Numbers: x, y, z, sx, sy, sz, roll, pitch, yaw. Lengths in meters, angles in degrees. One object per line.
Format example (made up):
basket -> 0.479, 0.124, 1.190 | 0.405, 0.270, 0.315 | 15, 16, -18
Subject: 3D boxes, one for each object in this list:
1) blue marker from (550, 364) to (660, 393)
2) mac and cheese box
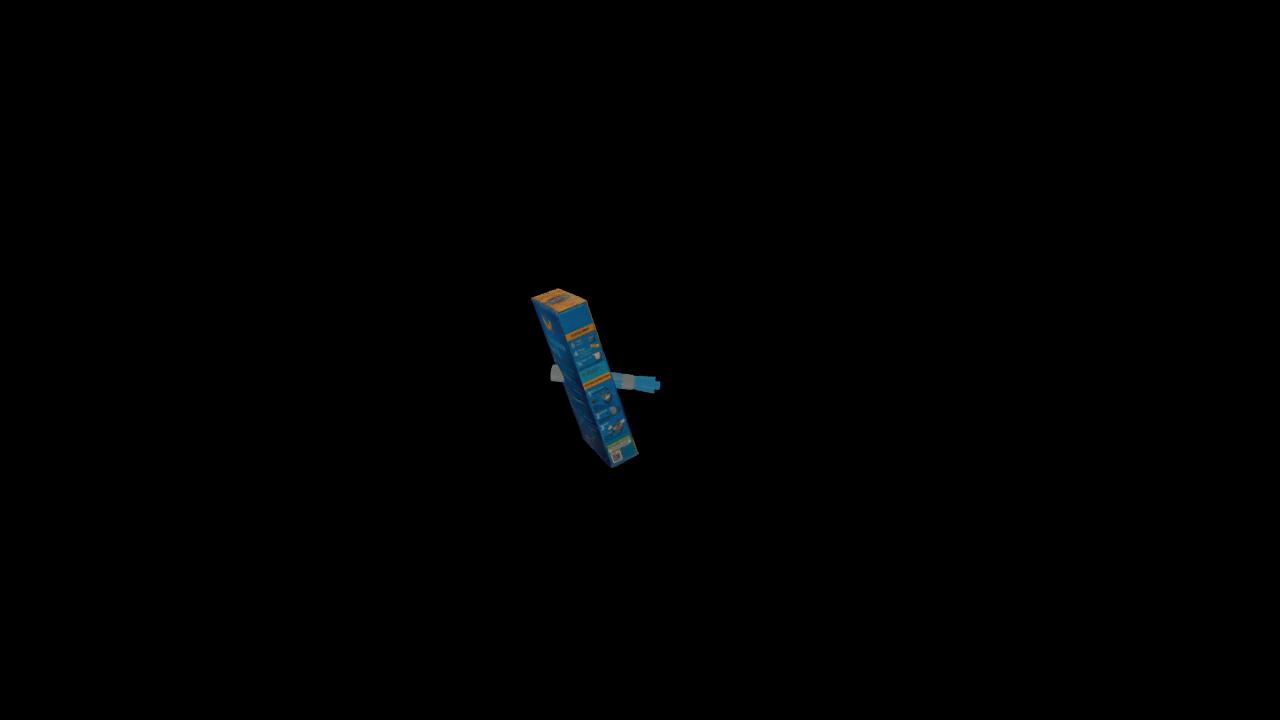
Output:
blue marker -> -0.038, 0.021, 0.680 | 0.121, 0.020, 0.020 | 7, 0, 1
mac and cheese box -> -0.060, 0.018, 0.670 | 0.041, 0.184, 0.093 | -24, 24, -17
